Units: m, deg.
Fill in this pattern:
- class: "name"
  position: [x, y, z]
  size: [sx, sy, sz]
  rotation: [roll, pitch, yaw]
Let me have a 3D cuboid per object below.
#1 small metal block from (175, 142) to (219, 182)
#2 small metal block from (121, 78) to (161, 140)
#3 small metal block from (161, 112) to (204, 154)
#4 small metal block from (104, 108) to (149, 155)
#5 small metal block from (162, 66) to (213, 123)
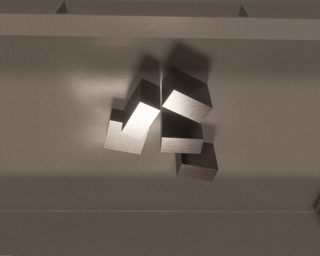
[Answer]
- class: "small metal block"
  position: [0.050, 0.044, 0.431]
  size: [0.050, 0.050, 0.025]
  rotation: [10, 129, -9]
- class: "small metal block"
  position: [-0.023, -0.023, 0.373]
  size: [0.025, 0.050, 0.050]
  rotation: [23, 126, -18]
- class: "small metal block"
  position: [0.027, 0.006, 0.398]
  size: [0.050, 0.050, 0.025]
  rotation: [3, 130, -3]
- class: "small metal block"
  position: [-0.044, 0.005, 0.413]
  size: [0.050, 0.025, 0.050]
  rotation: [11, 130, -10]
- class: "small metal block"
  position: [0.030, -0.039, 0.360]
  size: [0.050, 0.050, 0.025]
  rotation: [23, 126, -19]
